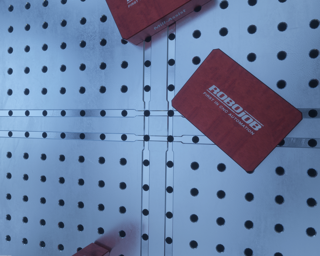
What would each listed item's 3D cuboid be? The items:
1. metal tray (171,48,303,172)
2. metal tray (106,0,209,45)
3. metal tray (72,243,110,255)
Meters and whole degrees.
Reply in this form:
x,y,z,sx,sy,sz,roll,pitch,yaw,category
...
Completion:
x,y,z,sx,sy,sz,roll,pitch,yaw,category
0.090,-0.022,0.378,0.130,0.030,0.090,43,103,15,metal tray
-0.006,-0.183,0.412,0.130,0.030,0.090,-26,82,18,metal tray
-0.120,0.216,0.400,0.030,0.130,0.090,18,96,19,metal tray
